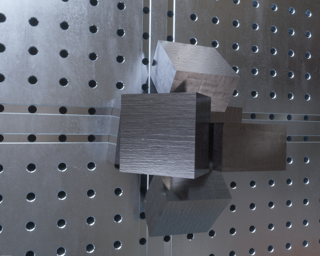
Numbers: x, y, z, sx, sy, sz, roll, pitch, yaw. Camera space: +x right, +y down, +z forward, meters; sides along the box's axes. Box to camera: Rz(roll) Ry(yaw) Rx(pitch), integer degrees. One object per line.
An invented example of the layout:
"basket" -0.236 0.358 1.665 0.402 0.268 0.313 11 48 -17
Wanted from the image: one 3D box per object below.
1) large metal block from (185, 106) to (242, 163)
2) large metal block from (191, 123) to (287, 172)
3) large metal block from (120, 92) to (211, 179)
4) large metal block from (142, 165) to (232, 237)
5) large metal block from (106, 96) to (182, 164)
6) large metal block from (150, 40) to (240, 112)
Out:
"large metal block" 0.062 0.010 0.421 0.081 0.050 0.080 3 89 -20
"large metal block" 0.087 0.020 0.362 0.081 0.080 0.050 2 89 -20
"large metal block" 0.007 0.006 0.324 0.080 0.050 0.080 1 90 25
"large metal block" 0.030 0.091 0.388 0.081 0.050 0.079 2 134 -20
"large metal block" -0.019 0.006 0.393 0.081 0.050 0.080 7 88 -20
"large metal block" 0.040 -0.066 0.390 0.081 0.080 0.050 2 128 -20
